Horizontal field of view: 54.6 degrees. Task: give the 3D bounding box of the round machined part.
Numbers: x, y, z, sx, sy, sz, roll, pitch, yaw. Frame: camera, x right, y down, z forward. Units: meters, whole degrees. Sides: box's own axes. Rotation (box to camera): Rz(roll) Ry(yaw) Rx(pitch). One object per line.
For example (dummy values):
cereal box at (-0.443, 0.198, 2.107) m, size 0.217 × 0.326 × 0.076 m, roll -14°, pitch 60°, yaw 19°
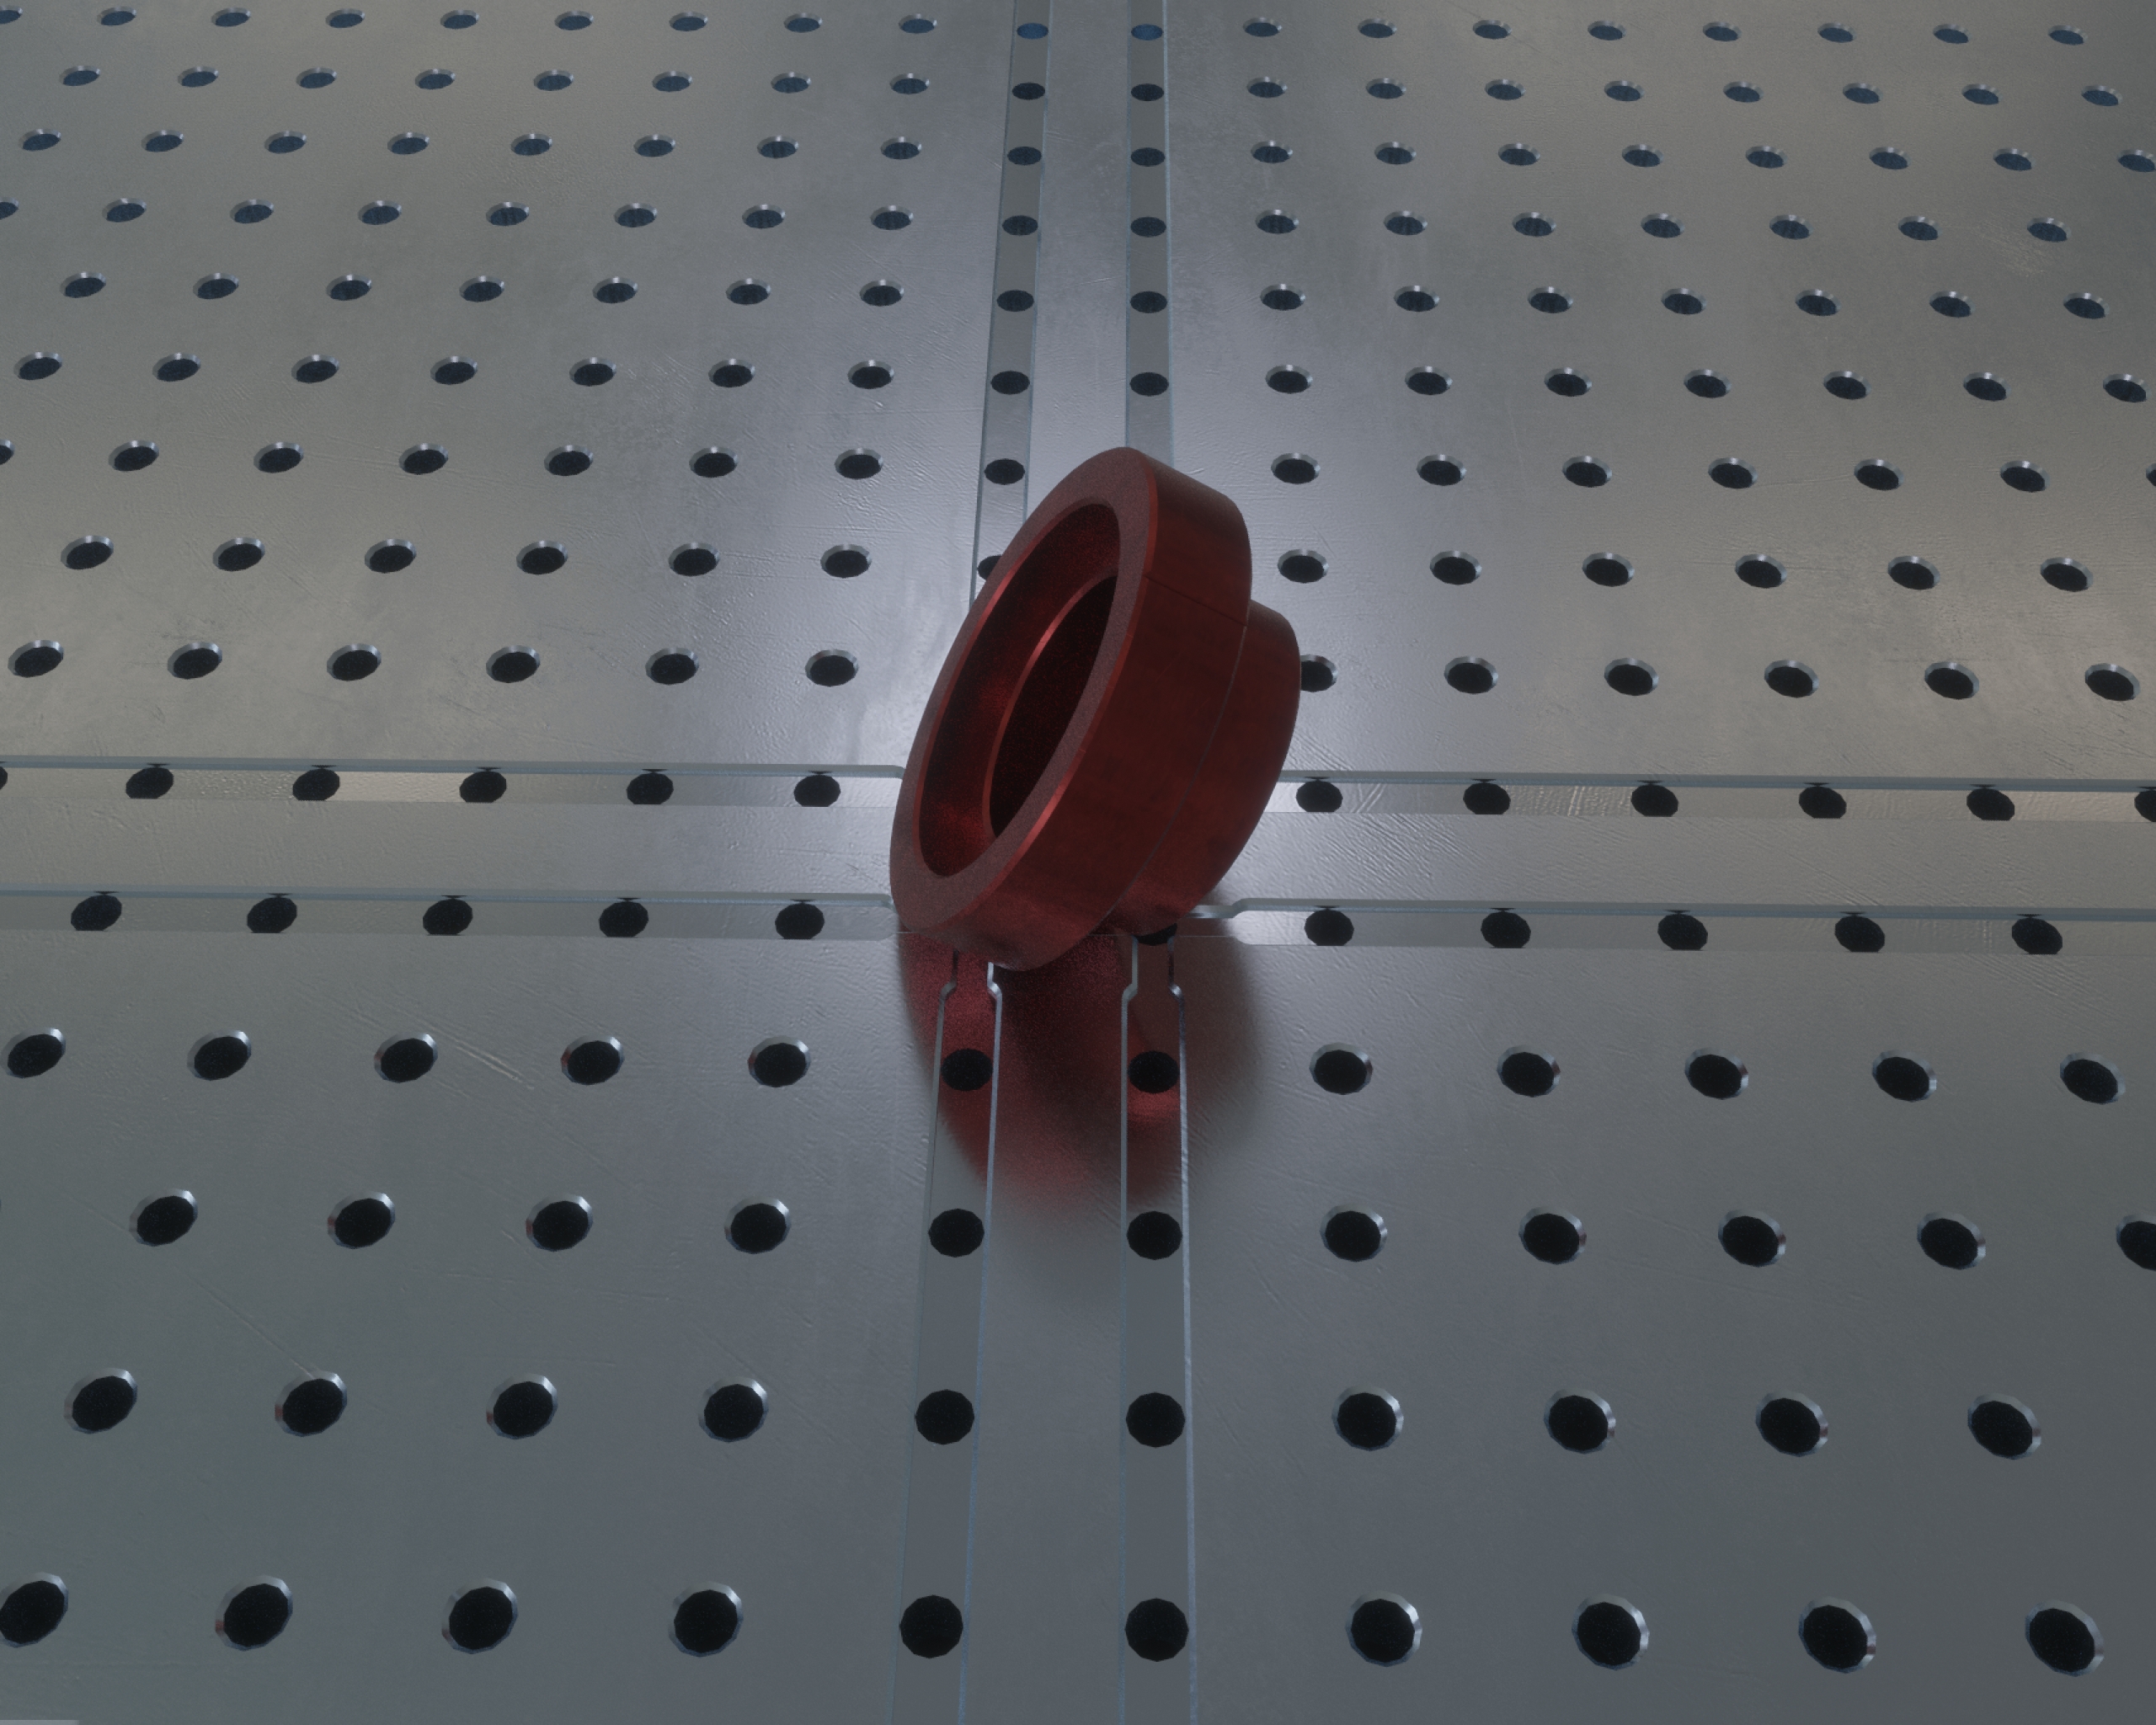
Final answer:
round machined part at (0.006, -0.025, 0.394) m, size 0.042 × 0.098 × 0.098 m, roll 23°, pitch 47°, yaw -21°
